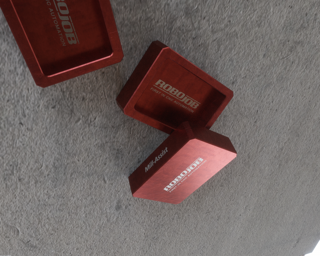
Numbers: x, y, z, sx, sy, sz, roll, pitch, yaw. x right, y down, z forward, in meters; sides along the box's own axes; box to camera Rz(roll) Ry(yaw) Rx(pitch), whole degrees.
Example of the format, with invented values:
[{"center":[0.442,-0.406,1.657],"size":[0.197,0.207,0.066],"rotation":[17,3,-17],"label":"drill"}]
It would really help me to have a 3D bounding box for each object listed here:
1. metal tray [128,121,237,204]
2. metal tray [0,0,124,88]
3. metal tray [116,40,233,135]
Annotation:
[{"center":[0.029,0.054,0.427],"size":[0.091,0.030,0.129],"rotation":[20,126,-36],"label":"metal tray"},{"center":[-0.093,-0.111,0.283],"size":[0.091,0.030,0.129],"rotation":[-23,127,-15],"label":"metal tray"},{"center":[0.022,-0.038,0.391],"size":[0.131,0.030,0.090],"rotation":[25,105,-37],"label":"metal tray"}]
